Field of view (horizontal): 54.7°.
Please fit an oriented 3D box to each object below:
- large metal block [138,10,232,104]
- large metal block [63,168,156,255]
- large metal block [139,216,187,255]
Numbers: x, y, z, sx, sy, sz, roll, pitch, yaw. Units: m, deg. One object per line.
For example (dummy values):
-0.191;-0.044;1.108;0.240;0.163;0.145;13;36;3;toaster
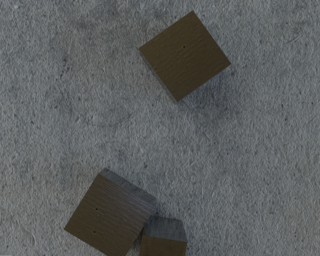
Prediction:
0.030;-0.087;0.397;0.080;0.050;0.080;-35;90;0;large metal block
-0.061;0.108;0.397;0.080;0.050;0.080;31;90;0;large metal block
-0.001;0.161;0.382;0.050;0.080;0.080;9;90;0;large metal block
